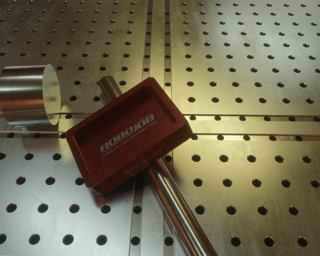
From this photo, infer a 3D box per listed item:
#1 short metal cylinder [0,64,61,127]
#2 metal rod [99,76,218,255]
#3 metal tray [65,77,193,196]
[{"bbox_3d":[-0.166,-0.042,0.405,0.050,0.080,0.080,-3,50,-3],"label":"short metal cylinder"},{"bbox_3d":[-0.014,0.035,0.377,0.025,0.025,0.300,-20,53,-17],"label":"metal rod"},{"bbox_3d":[-0.039,0.007,0.368,0.130,0.030,0.090,-34,55,-1],"label":"metal tray"}]
